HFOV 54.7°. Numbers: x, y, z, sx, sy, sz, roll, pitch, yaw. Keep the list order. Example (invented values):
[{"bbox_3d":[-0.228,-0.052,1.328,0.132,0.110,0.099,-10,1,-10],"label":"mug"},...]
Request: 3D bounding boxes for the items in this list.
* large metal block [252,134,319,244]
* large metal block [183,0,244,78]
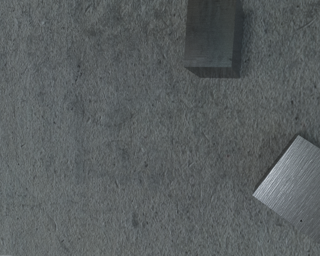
[{"bbox_3d":[0.161,0.062,0.339,0.080,0.050,0.080,36,102,16],"label":"large metal block"},{"bbox_3d":[0.065,-0.103,0.357,0.050,0.080,0.079,4,92,20],"label":"large metal block"}]
